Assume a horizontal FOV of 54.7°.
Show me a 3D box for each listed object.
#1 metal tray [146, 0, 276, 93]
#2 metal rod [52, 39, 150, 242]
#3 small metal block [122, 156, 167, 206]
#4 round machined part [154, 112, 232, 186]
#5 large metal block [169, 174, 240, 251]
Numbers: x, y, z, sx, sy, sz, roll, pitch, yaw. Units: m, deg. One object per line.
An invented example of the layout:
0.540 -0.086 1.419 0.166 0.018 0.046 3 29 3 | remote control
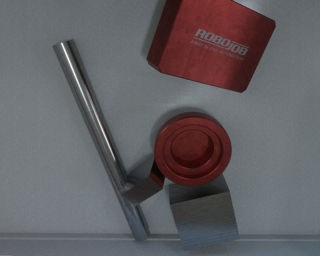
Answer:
0.059 -0.095 0.343 0.131 0.030 0.089 8 113 -34 | metal tray
-0.072 0.031 0.421 0.025 0.025 0.298 -17 110 6 | metal rod
-0.020 0.070 0.419 0.050 0.050 0.025 -36 107 25 | small metal block
0.042 0.025 0.412 0.099 0.042 0.097 0 110 -1 | round machined part
0.062 0.119 0.443 0.080 0.050 0.080 -14 110 4 | large metal block
